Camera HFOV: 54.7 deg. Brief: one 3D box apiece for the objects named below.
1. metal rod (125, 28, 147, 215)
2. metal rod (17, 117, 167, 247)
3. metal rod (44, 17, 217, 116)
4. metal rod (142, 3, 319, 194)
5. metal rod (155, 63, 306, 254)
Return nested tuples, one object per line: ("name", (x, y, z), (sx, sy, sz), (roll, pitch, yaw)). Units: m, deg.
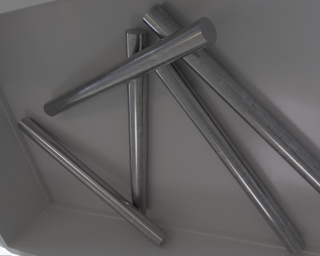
("metal rod", (-0.031, 0.015, 0.434), (0.025, 0.025, 0.298), (15, 125, 20))
("metal rod", (-0.114, 0.080, 0.497), (0.300, 0.025, 0.025), (37, 129, 11))
("metal rod", (-0.062, -0.058, 0.377), (0.299, 0.025, 0.025), (-15, 111, 43))
("metal rod", (0.098, -0.022, 0.343), (0.300, 0.025, 0.025), (44, 129, -3))
("metal rod", (0.091, 0.040, 0.385), (0.025, 0.025, 0.300), (-30, 102, 38))
